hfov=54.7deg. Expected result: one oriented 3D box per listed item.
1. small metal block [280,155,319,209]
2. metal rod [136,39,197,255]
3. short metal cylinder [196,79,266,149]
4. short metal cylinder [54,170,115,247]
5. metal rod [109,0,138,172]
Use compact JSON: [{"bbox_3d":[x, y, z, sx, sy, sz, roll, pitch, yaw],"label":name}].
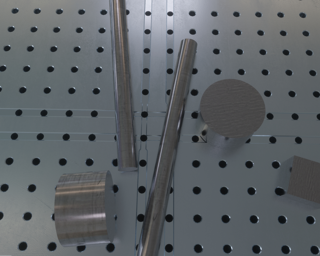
[{"bbox_3d":[0.184,0.068,0.388,0.050,0.025,0.050,17,71,6],"label":"small metal block"},{"bbox_3d":[0.014,0.013,0.406,0.025,0.025,0.299,11,70,4],"label":"metal rod"},{"bbox_3d":[0.090,-0.017,0.405,0.081,0.050,0.080,0,70,0],"label":"short metal cylinder"},{"bbox_3d":[-0.081,0.090,0.349,0.050,0.080,0.080,-4,70,-2],"label":"short metal cylinder"},{"bbox_3d":[-0.055,-0.087,0.443,0.025,0.025,0.299,-5,70,-2],"label":"metal rod"}]
